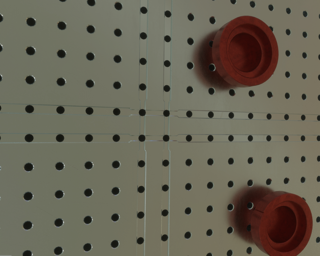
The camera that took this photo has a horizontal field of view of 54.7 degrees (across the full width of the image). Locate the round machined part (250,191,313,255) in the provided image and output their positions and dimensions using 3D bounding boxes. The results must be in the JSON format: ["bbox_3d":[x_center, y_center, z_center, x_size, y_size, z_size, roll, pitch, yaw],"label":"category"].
[{"bbox_3d":[0.179,0.144,0.472,0.099,0.042,0.097,0,90,-21],"label":"round machined part"}]

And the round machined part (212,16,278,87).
[{"bbox_3d":[0.118,-0.107,0.449,0.099,0.042,0.097,0,90,-21],"label":"round machined part"}]
